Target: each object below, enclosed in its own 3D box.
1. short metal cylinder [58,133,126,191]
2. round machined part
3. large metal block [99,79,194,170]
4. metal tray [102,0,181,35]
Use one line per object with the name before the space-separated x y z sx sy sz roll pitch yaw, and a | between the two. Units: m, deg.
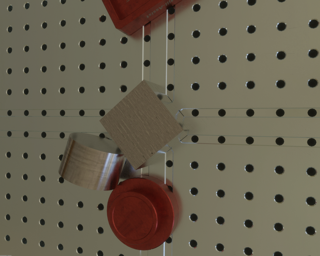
short metal cylinder | -0.088 0.043 0.414 0.080 0.080 0.050 21 97 18
round machined part | -0.028 0.115 0.413 0.098 0.042 0.097 0 90 20
large metal block | -0.017 -0.004 0.405 0.080 0.050 0.080 -41 77 15
metal tray | -0.018 -0.199 0.415 0.130 0.030 0.090 -29 81 17
